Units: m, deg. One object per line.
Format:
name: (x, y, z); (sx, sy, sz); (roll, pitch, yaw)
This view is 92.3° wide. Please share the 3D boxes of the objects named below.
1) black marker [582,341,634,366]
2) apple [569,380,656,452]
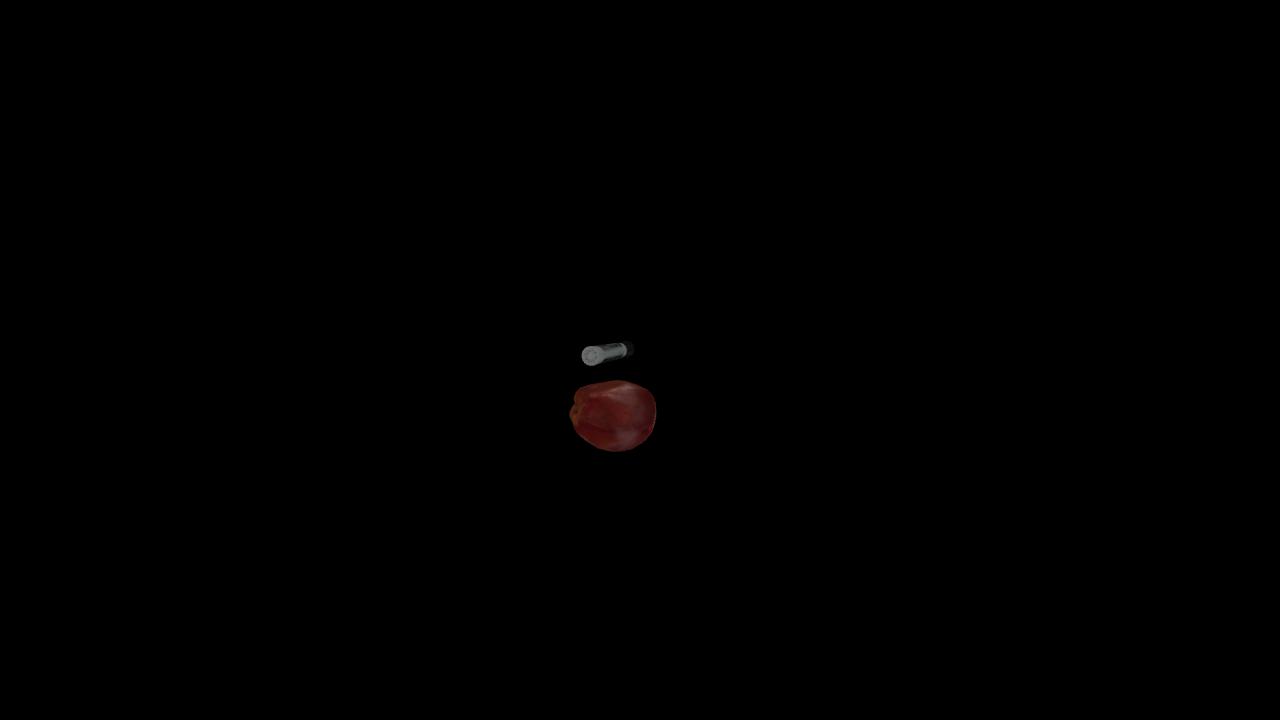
black marker: (-0.030, -0.008, 0.639); (0.020, 0.020, 0.121); (0, 4, 16)
apple: (-0.027, 0.060, 0.669); (0.093, 0.079, 0.079); (7, -3, -27)
